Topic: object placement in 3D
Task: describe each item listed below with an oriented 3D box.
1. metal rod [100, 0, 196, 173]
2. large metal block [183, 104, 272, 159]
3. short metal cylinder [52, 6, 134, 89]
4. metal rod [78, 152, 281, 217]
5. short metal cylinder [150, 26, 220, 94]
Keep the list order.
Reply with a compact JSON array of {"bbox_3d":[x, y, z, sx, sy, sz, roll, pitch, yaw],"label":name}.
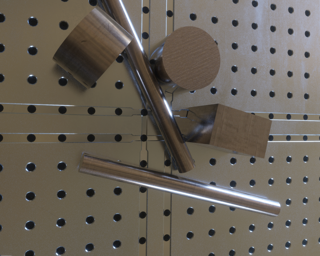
[{"bbox_3d":[-0.023,-0.078,0.403,0.025,0.025,0.299,-27,99,-18],"label":"metal rod"},{"bbox_3d":[0.086,0.004,0.415,0.081,0.080,0.050,15,85,-20],"label":"large metal block"},{"bbox_3d":[-0.076,-0.091,0.355,0.050,0.080,0.080,41,77,-16],"label":"short metal cylinder"},{"bbox_3d":[0.040,0.083,0.427,0.302,0.025,0.025,17,84,-19],"label":"metal rod"},{"bbox_3d":[0.032,-0.088,0.411,0.081,0.050,0.079,0,90,-20],"label":"short metal cylinder"}]
